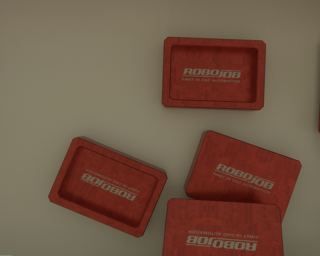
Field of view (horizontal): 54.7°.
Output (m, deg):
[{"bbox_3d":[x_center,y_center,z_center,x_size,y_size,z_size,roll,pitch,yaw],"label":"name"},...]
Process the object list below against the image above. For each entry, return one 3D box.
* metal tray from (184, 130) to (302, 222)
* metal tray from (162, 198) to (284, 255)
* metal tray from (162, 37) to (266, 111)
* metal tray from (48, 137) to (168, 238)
[{"bbox_3d":[0.107,0.065,0.410,0.131,0.030,0.090,19,90,-1],"label":"metal tray"},{"bbox_3d":[0.071,0.133,0.359,0.131,0.030,0.090,1,60,11],"label":"metal tray"},{"bbox_3d":[0.069,-0.070,0.409,0.131,0.030,0.089,2,90,-1],"label":"metal tray"},{"bbox_3d":[-0.066,0.075,0.408,0.131,0.030,0.090,23,90,-1],"label":"metal tray"}]
